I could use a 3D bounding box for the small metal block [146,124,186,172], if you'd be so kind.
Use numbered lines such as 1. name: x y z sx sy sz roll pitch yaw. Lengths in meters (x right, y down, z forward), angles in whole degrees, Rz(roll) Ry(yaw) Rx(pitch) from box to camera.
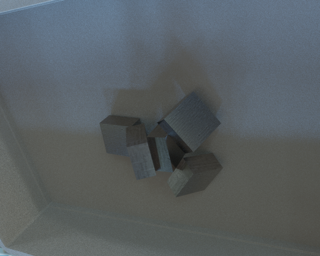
1. small metal block: 0.010 0.021 0.397 0.025 0.050 0.050 1 119 27

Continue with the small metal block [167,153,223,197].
1. small metal block: 0.044 0.061 0.400 0.025 0.050 0.050 58 136 32

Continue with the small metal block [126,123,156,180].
1. small metal block: -0.025 0.029 0.397 0.025 0.050 0.050 -14 119 -1

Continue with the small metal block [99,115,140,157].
1. small metal block: -0.053 0.012 0.438 0.050 0.025 0.050 6 121 24

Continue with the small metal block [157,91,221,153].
1. small metal block: 0.034 -0.006 0.364 0.050 0.050 0.025 48 161 -6
